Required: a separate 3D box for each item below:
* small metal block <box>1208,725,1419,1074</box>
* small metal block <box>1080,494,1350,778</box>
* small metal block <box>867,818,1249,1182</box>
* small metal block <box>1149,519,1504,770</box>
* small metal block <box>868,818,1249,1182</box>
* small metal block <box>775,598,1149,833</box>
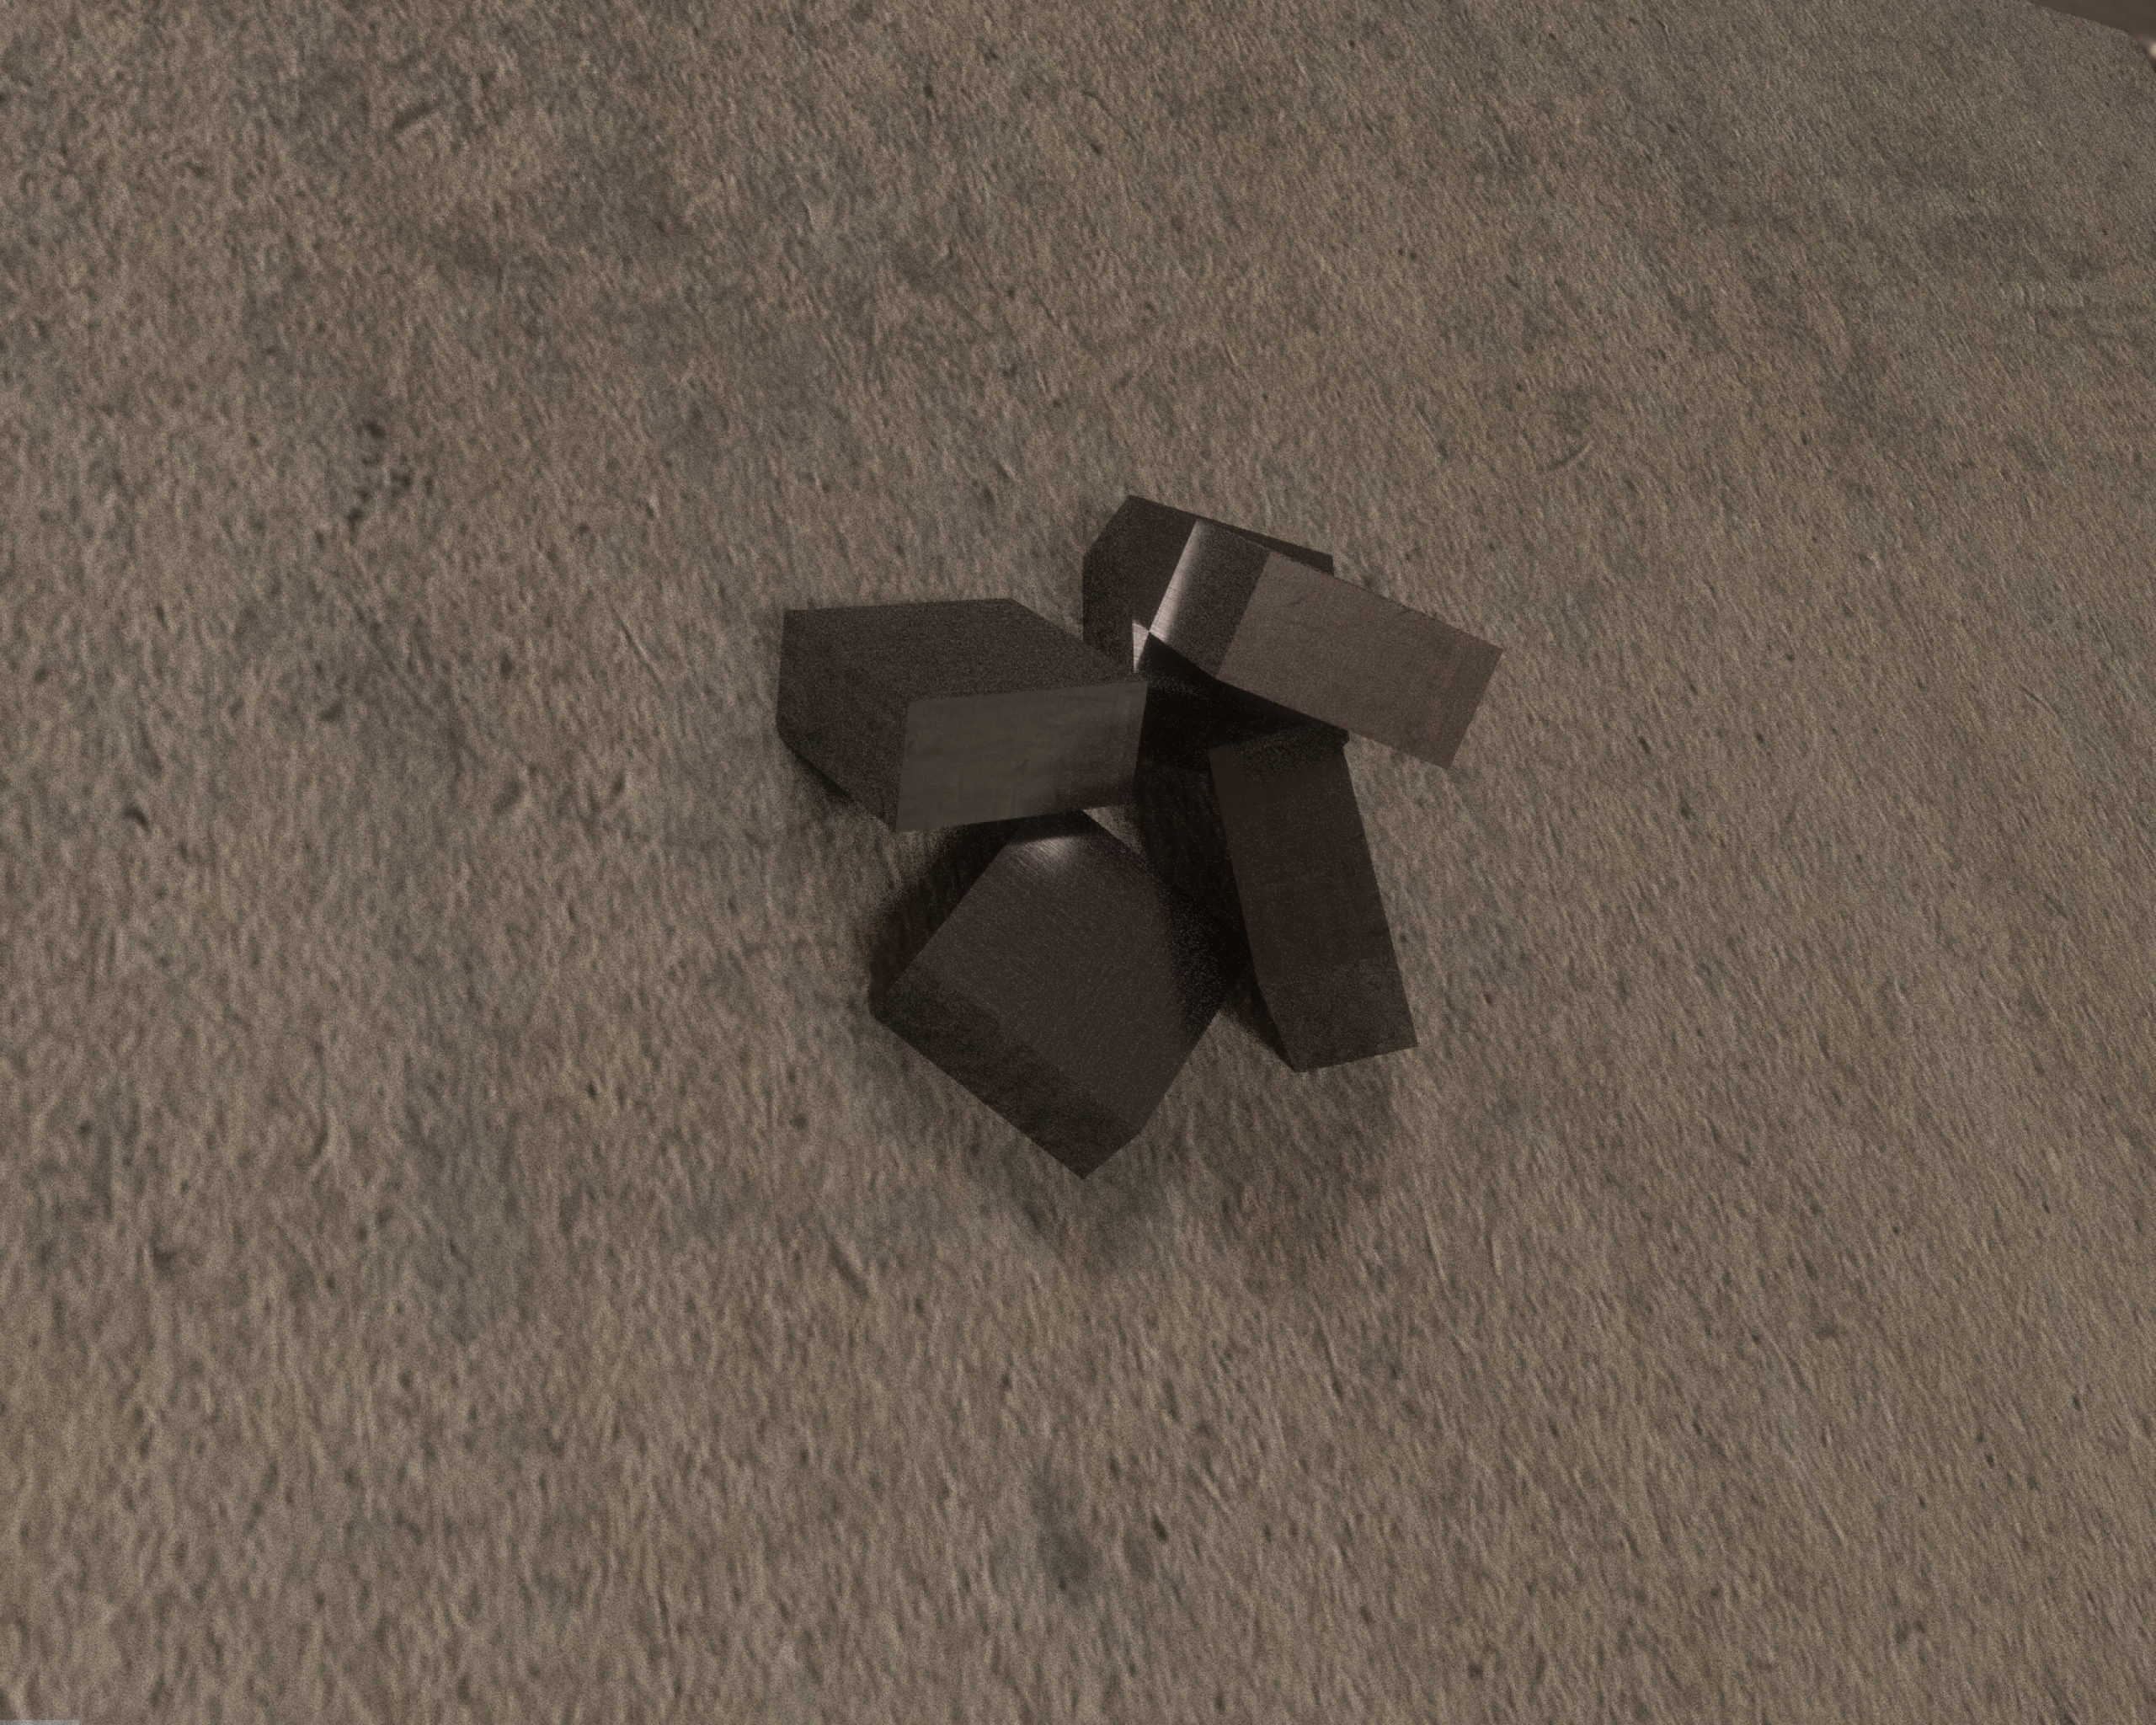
[{"bbox_3d":[0.047,0.008,0.408,0.025,0.050,0.050,-14,63,8],"label":"small metal block"},{"bbox_3d":[0.029,-0.046,0.451,0.050,0.025,0.050,13,56,-22],"label":"small metal block"},{"bbox_3d":[-0.002,0.023,0.392,0.050,0.025,0.050,38,51,-2],"label":"small metal block"},{"bbox_3d":[0.047,-0.044,0.410,0.050,0.025,0.050,20,11,-17],"label":"small metal block"},{"bbox_3d":[-0.002,0.022,0.392,0.050,0.025,0.050,39,51,-3],"label":"small metal block"},{"bbox_3d":[-0.023,-0.029,0.396,0.050,0.025,0.050,-8,28,-32],"label":"small metal block"}]
